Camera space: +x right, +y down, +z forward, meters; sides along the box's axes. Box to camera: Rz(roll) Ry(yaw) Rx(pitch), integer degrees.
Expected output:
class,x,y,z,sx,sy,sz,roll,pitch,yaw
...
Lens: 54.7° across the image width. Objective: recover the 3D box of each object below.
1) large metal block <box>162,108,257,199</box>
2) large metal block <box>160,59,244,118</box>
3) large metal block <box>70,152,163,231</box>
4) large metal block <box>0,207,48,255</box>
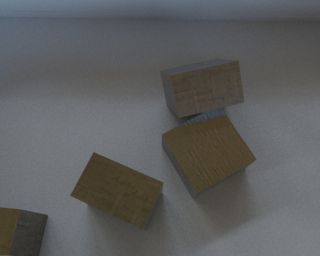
class,x,y,z,sx,sy,sz,roll,pitch,yaw
large metal block,0.057,0.030,0.386,0.080,0.050,0.080,-28,73,-10
large metal block,0.050,-0.054,0.393,0.081,0.080,0.050,-13,106,-5
large metal block,-0.044,0.075,0.352,0.080,0.080,0.050,23,72,7
large metal block,-0.181,0.113,0.337,0.080,0.080,0.050,5,70,1
